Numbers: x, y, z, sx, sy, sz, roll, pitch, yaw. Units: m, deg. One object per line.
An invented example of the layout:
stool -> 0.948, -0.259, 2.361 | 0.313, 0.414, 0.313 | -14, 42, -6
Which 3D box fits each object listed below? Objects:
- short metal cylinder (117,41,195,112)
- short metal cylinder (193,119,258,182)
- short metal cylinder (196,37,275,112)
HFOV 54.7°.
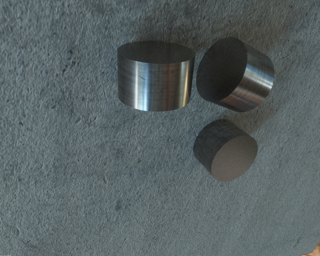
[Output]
short metal cylinder -> -0.005, -0.058, 0.332 | 0.081, 0.080, 0.050 | -11, 123, -23
short metal cylinder -> 0.097, 0.033, 0.464 | 0.081, 0.050, 0.079 | -14, 124, -21
short metal cylinder -> 0.091, -0.064, 0.381 | 0.050, 0.080, 0.080 | 15, 110, -35
